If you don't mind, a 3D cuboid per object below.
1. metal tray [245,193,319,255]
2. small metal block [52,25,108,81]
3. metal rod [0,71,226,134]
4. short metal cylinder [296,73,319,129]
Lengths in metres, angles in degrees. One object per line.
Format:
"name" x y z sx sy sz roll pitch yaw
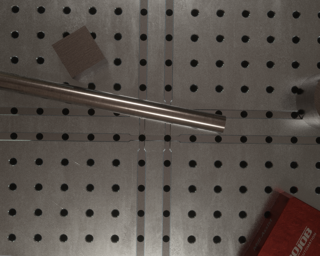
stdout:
"metal tray" 0.176 0.164 0.413 0.090 0.030 0.130 30 90 -1
"small metal block" -0.105 -0.099 0.412 0.050 0.025 0.050 -31 90 -1
"metal rod" -0.063 -0.034 0.412 0.302 0.025 0.025 11 90 -1
"short metal cylinder" 0.229 -0.037 0.404 0.081 0.050 0.079 0 90 -1
